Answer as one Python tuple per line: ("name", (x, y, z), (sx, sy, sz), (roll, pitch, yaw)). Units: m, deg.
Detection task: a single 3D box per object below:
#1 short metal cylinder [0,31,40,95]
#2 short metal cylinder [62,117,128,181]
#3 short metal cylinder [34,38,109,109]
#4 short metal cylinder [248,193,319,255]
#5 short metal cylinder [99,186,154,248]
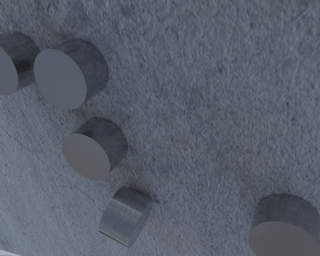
("short metal cylinder", (-0.216, -0.093, 0.444), (0.080, 0.050, 0.079), (13, 124, 20))
("short metal cylinder", (-0.095, 0.030, 0.457), (0.080, 0.050, 0.079), (13, 124, 20))
("short metal cylinder", (-0.115, -0.071, 0.405), (0.080, 0.050, 0.079), (13, 124, 20))
("short metal cylinder", (0.157, 0.130, 0.388), (0.080, 0.050, 0.079), (13, 124, 20))
("short metal cylinder", (-0.051, 0.137, 0.481), (0.050, 0.080, 0.079), (24, 127, 13))
